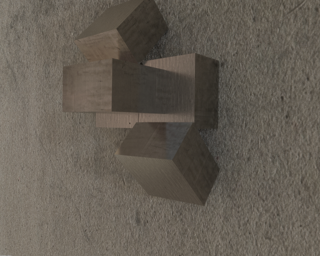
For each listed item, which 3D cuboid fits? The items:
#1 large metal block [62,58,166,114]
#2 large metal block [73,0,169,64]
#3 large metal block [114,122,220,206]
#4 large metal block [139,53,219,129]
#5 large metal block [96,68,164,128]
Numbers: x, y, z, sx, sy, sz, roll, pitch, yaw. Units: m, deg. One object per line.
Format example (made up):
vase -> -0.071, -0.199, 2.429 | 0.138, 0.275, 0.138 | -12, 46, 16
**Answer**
large metal block -> -0.050, -0.042, 0.345 | 0.080, 0.081, 0.050 | 2, 91, 39
large metal block -> -0.049, -0.122, 0.401 | 0.080, 0.050, 0.080 | 1, 47, 40
large metal block -> 0.010, 0.039, 0.353 | 0.080, 0.080, 0.050 | 1, 47, 39
large metal block -> 0.021, -0.040, 0.369 | 0.080, 0.050, 0.079 | 1, 91, 39
large metal block -> -0.041, -0.040, 0.420 | 0.080, 0.050, 0.079 | 1, 91, 39
